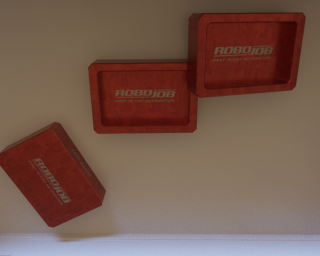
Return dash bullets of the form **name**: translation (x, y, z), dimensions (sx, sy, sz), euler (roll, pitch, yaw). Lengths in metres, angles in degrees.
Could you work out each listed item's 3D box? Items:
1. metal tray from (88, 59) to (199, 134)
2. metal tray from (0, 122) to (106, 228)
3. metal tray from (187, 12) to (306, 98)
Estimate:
- **metal tray**: translation (-0.019, -0.040, 0.393), dimensions (0.131, 0.030, 0.089), euler (-1, 110, -1)
- **metal tray**: translation (-0.148, 0.067, 0.431), dimensions (0.090, 0.030, 0.130), euler (-26, 108, 9)
- **metal tray**: translation (0.099, -0.086, 0.360), dimensions (0.131, 0.030, 0.089), euler (-6, 111, -15)
